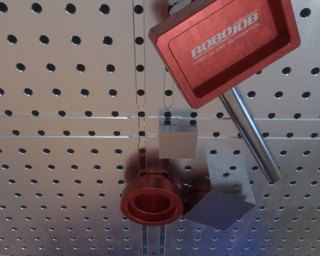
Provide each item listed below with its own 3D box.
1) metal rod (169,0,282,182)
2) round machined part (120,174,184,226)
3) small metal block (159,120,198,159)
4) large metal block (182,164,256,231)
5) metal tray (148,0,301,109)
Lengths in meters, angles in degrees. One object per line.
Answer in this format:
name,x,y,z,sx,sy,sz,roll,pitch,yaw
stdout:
metal rod,0.098,-0.024,0.392,0.025,0.025,0.300,-25,126,19
round machined part,-0.012,0.111,0.493,0.099,0.042,0.097,1,130,1
small metal block,0.024,0.016,0.426,0.050,0.025,0.050,0,130,-1
large metal block,0.089,0.112,0.492,0.080,0.050,0.080,22,127,-19
metal tray,0.066,-0.089,0.308,0.130,0.030,0.090,-32,124,3
